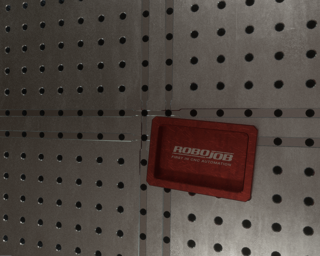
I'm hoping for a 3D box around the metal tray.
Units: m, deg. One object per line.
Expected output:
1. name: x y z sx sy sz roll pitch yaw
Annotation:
1. metal tray: 0.052 0.035 0.390 0.130 0.030 0.089 6 92 19
